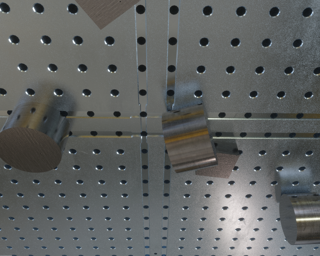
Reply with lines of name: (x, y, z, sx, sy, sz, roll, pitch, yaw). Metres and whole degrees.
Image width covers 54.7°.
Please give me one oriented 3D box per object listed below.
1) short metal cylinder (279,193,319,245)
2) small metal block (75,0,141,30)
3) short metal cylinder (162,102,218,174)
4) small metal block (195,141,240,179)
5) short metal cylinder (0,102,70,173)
short metal cylinder: (0.233, 0.146, 0.502, 0.050, 0.080, 0.080, -4, 130, 3)
small metal block: (-0.054, -0.133, 0.298, 0.050, 0.025, 0.050, -29, 125, 22)
short metal cylinder: (0.038, 0.013, 0.387, 0.050, 0.080, 0.080, -14, 129, 11)
small metal block: (0.081, 0.045, 0.451, 0.050, 0.025, 0.050, 8, 130, -7)
short metal cylinder: (-0.164, 0.013, 0.405, 0.081, 0.050, 0.079, 0, 130, 0)
